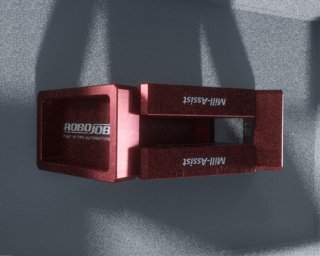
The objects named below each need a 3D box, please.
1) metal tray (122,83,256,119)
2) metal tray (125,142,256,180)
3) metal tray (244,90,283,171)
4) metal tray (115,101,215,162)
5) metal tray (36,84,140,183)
[{"bbox_3d":[0.030,-0.027,0.352,0.131,0.090,0.030,0,90,-20],"label":"metal tray"},{"bbox_3d":[0.029,0.034,0.353,0.131,0.090,0.030,0,90,-21],"label":"metal tray"},{"bbox_3d":[0.129,0.002,0.402,0.030,0.130,0.089,1,91,10],"label":"metal tray"},{"bbox_3d":[0.008,0.003,0.409,0.131,0.030,0.089,0,90,-21],"label":"metal tray"},{"bbox_3d":[-0.080,0.004,0.325,0.030,0.130,0.089,0,91,-52],"label":"metal tray"}]
